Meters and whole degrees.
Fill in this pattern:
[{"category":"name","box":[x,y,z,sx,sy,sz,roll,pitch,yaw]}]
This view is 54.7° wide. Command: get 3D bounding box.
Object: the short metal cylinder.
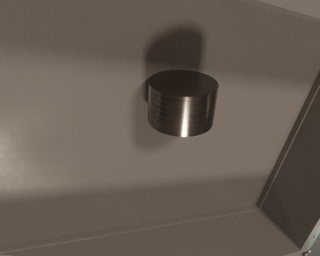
[{"category":"short metal cylinder","box":[0.026,-0.032,0.369,0.081,0.080,0.050,-12,124,-23]}]
